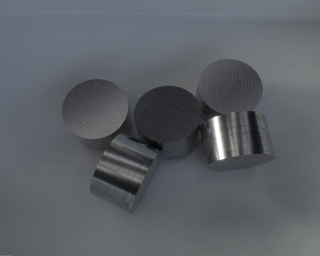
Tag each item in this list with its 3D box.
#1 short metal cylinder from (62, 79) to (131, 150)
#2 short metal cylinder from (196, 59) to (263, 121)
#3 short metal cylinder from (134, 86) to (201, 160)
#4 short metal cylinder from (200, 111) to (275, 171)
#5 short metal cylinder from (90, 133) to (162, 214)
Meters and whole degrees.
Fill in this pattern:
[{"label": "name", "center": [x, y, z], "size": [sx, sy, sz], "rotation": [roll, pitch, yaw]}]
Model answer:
[{"label": "short metal cylinder", "center": [-0.079, -0.016, 0.402], "size": [0.081, 0.050, 0.080], "rotation": [0, 70, 0]}, {"label": "short metal cylinder", "center": [0.089, -0.044, 0.413], "size": [0.081, 0.050, 0.080], "rotation": [0, 70, 0]}, {"label": "short metal cylinder", "center": [0.011, -0.006, 0.391], "size": [0.080, 0.050, 0.080], "rotation": [-2, 61, 4]}, {"label": "short metal cylinder", "center": [0.092, 0.018, 0.374], "size": [0.081, 0.080, 0.050], "rotation": [-5, 70, -2]}, {"label": "short metal cylinder", "center": [-0.038, 0.052, 0.361], "size": [0.050, 0.080, 0.080], "rotation": [25, 72, 9]}]
